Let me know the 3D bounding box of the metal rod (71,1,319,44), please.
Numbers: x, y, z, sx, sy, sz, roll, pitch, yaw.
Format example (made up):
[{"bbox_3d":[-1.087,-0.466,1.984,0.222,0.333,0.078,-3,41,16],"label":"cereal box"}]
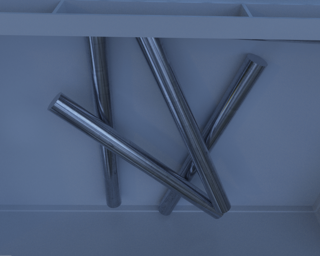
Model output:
[{"bbox_3d":[0.070,-0.100,0.304,0.302,0.025,0.025,0,131,-9],"label":"metal rod"}]

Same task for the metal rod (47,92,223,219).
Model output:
[{"bbox_3d":[-0.013,0.051,0.417,0.025,0.025,0.301,-37,122,27],"label":"metal rod"}]

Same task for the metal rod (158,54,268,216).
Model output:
[{"bbox_3d":[0.059,0.031,0.436,0.025,0.025,0.298,15,129,-13],"label":"metal rod"}]

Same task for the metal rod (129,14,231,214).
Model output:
[{"bbox_3d":[0.035,0.001,0.385,0.025,0.025,0.299,-18,121,14],"label":"metal rod"}]

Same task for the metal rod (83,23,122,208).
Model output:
[{"bbox_3d":[-0.071,0.008,0.415,0.025,0.025,0.298,1,130,-1],"label":"metal rod"}]
